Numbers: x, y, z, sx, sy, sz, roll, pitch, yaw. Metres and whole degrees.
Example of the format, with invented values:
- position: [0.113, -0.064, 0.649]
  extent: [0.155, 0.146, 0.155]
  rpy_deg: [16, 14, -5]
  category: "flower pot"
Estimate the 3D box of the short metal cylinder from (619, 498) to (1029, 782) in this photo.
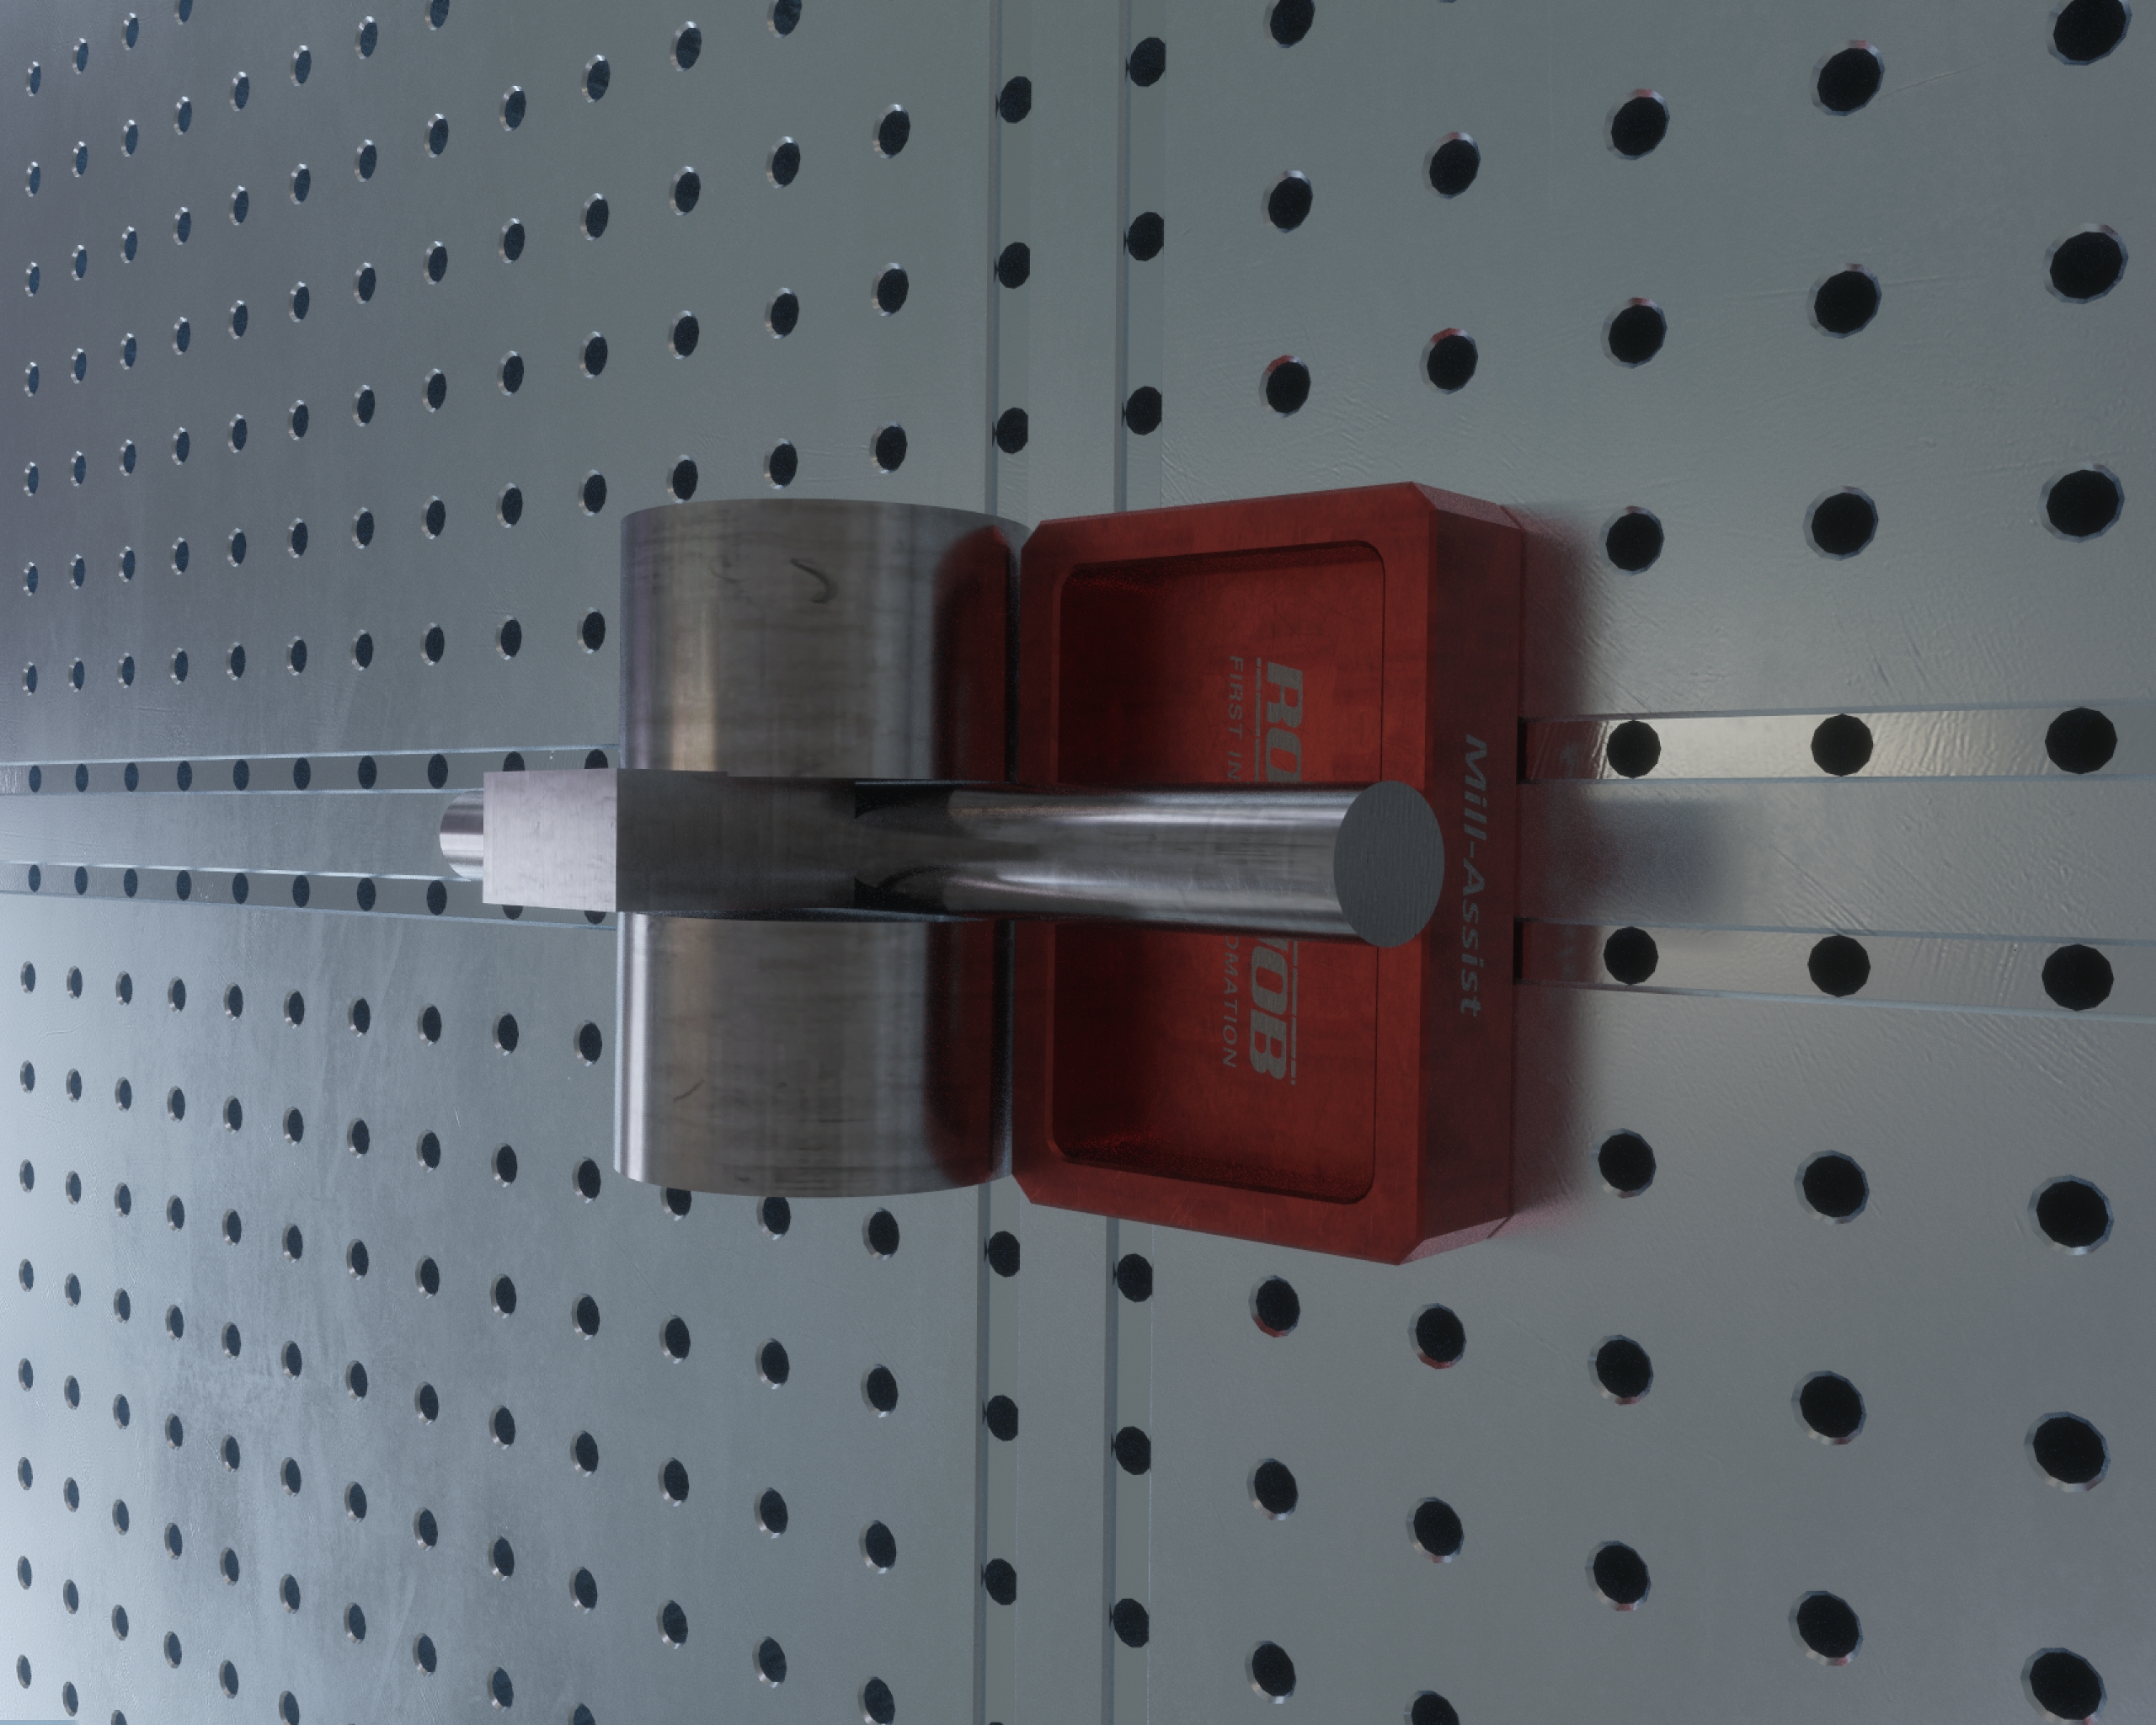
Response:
- position: [-0.049, -0.041, 0.412]
  extent: [0.080, 0.081, 0.050]
  rpy_deg: [1, 91, 40]
  category: "short metal cylinder"

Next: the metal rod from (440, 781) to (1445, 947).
- position: [-0.053, -0.003, 0.422]
  extent: [0.300, 0.025, 0.025]
  rpy_deg: [2, 92, 49]
  category: "metal rod"

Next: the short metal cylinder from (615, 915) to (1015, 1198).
- position: [-0.051, 0.035, 0.415]
  extent: [0.080, 0.081, 0.050]
  rpy_deg: [2, 92, 40]
  category: "short metal cylinder"

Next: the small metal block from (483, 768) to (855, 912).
- position: [-0.078, -0.004, 0.395]
  extent: [0.050, 0.050, 0.025]
  rpy_deg: [1, 91, 48]
  category: "small metal block"

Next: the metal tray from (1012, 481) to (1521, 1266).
- position: [0.032, 0.001, 0.379]
  extent: [0.090, 0.030, 0.129]
  rpy_deg: [2, 91, 40]
  category: "metal tray"
